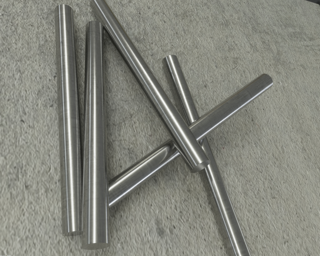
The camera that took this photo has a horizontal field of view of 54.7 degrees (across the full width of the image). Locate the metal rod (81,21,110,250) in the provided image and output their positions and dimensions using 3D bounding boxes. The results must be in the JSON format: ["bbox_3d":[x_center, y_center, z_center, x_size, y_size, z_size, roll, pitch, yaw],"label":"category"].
[{"bbox_3d":[-0.075,-0.018,0.358,0.025,0.025,0.299,9,53,-24],"label":"metal rod"}]

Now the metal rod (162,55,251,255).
[{"bbox_3d":[0.056,0.028,0.416,0.025,0.025,0.299,-3,63,-30],"label":"metal rod"}]

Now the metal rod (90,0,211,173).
[{"bbox_3d":[-0.025,-0.073,0.403,0.025,0.025,0.299,-12,58,-33],"label":"metal rod"}]

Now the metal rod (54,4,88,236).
[{"bbox_3d":[-0.107,-0.030,0.364,0.025,0.025,0.299,3,60,-27],"label":"metal rod"}]

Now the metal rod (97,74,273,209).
[{"bbox_3d":[0.050,0.002,0.397,0.302,0.025,0.025,-34,81,-29],"label":"metal rod"}]
